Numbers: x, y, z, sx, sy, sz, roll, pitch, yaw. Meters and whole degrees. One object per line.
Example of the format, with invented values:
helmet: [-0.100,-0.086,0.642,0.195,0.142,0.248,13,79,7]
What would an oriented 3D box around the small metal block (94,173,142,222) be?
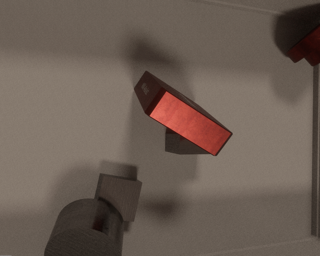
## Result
small metal block: [-0.055,0.087,0.391,0.050,0.025,0.050,13,85,-20]

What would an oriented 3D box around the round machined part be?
round machined part: [0.242,-0.130,0.459,0.098,0.098,0.042,-40,87,-16]

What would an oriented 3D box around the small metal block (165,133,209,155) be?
small metal block: [0.040,0.021,0.413,0.050,0.050,0.025,1,90,-20]

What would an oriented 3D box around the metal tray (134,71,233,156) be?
metal tray: [0.020,-0.023,0.362,0.090,0.130,0.030,31,100,-18]

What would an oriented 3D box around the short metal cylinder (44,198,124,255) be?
short metal cylinder: [-0.082,0.128,0.351,0.081,0.050,0.079,-1,113,-3]
